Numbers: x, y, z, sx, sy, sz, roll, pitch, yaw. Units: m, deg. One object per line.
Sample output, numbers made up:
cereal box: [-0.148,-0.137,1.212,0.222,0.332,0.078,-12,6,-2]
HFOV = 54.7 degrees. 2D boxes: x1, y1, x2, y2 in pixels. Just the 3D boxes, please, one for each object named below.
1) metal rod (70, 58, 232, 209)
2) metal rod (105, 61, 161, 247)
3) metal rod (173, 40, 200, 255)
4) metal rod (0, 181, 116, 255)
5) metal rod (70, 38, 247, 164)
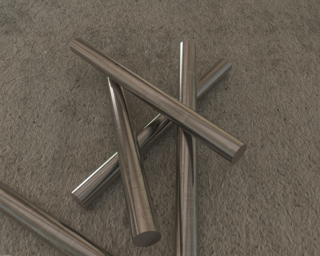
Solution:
metal rod: [0.006,-0.010,0.411,0.025,0.025,0.301,32,57,24]
metal rod: [-0.044,-0.001,0.374,0.025,0.025,0.300,-10,42,-8]
metal rod: [0.033,0.006,0.375,0.025,0.025,0.300,2,57,2]
metal rod: [-0.061,0.126,0.296,0.301,0.025,0.025,25,54,19]
metal rod: [-0.022,-0.049,0.394,0.025,0.025,0.300,-36,55,-26]
